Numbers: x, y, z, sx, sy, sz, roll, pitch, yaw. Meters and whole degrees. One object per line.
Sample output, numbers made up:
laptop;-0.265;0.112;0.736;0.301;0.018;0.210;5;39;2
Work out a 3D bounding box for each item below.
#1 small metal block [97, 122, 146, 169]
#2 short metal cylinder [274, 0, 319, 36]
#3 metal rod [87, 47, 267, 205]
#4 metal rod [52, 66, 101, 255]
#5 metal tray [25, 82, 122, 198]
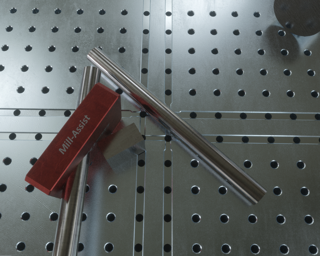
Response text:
small metal block;-0.047;0.023;0.389;0.050;0.050;0.025;-29;73;-10
short metal cylinder;0.216;-0.183;0.452;0.080;0.080;0.050;41;75;13
metal rod;0.014;-0.011;0.415;0.300;0.025;0.025;41;75;13
metal rod;-0.096;0.061;0.350;0.025;0.025;0.299;2;65;0
metal tray;-0.094;0.019;0.367;0.030;0.090;0.130;32;73;3
